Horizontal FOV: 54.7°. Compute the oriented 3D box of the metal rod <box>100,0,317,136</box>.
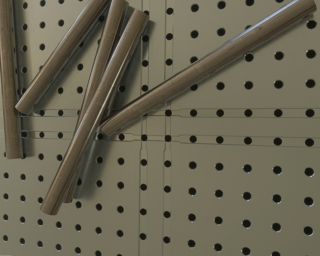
[{"bbox_3d":[0.047,-0.072,0.395,0.300,0.025,0.025,-30,81,17],"label":"metal rod"}]

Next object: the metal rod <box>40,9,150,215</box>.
[{"bbox_3d":[-0.090,-0.020,0.424,0.025,0.025,0.299,26,91,18],"label":"metal rod"}]

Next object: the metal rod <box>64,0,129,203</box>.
[{"bbox_3d":[-0.099,-0.035,0.446,0.025,0.025,0.298,19,96,18],"label":"metal rod"}]

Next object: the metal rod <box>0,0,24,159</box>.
[{"bbox_3d":[-0.242,-0.100,0.495,0.025,0.025,0.298,-5,88,19],"label":"metal rod"}]

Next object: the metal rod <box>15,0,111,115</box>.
[{"bbox_3d":[-0.121,-0.140,0.453,0.025,0.025,0.299,44,103,14],"label":"metal rod"}]
